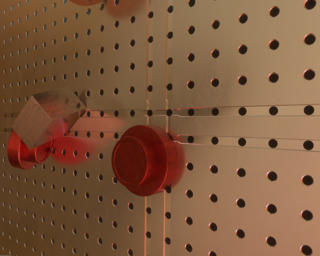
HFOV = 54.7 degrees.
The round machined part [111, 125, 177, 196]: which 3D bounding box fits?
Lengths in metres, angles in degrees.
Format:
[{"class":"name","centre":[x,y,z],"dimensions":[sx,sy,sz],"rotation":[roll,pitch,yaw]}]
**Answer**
[{"class":"round machined part","centre":[-0.028,0.044,0.422],"dimensions":[0.098,0.042,0.097],"rotation":[0,90,40]}]

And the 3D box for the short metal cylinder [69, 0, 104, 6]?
[{"class":"short metal cylinder","centre":[-0.113,-0.234,0.467],"dimensions":[0.080,0.081,0.050],"rotation":[-38,67,33]}]

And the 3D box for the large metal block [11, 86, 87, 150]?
[{"class":"large metal block","centre":[-0.184,-0.018,0.516],"dimensions":[0.050,0.080,0.080],"rotation":[50,120,4]}]

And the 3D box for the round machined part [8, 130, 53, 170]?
[{"class":"round machined part","centre":[-0.229,0.028,0.564],"dimensions":[0.042,0.098,0.097],"rotation":[12,99,4]}]
